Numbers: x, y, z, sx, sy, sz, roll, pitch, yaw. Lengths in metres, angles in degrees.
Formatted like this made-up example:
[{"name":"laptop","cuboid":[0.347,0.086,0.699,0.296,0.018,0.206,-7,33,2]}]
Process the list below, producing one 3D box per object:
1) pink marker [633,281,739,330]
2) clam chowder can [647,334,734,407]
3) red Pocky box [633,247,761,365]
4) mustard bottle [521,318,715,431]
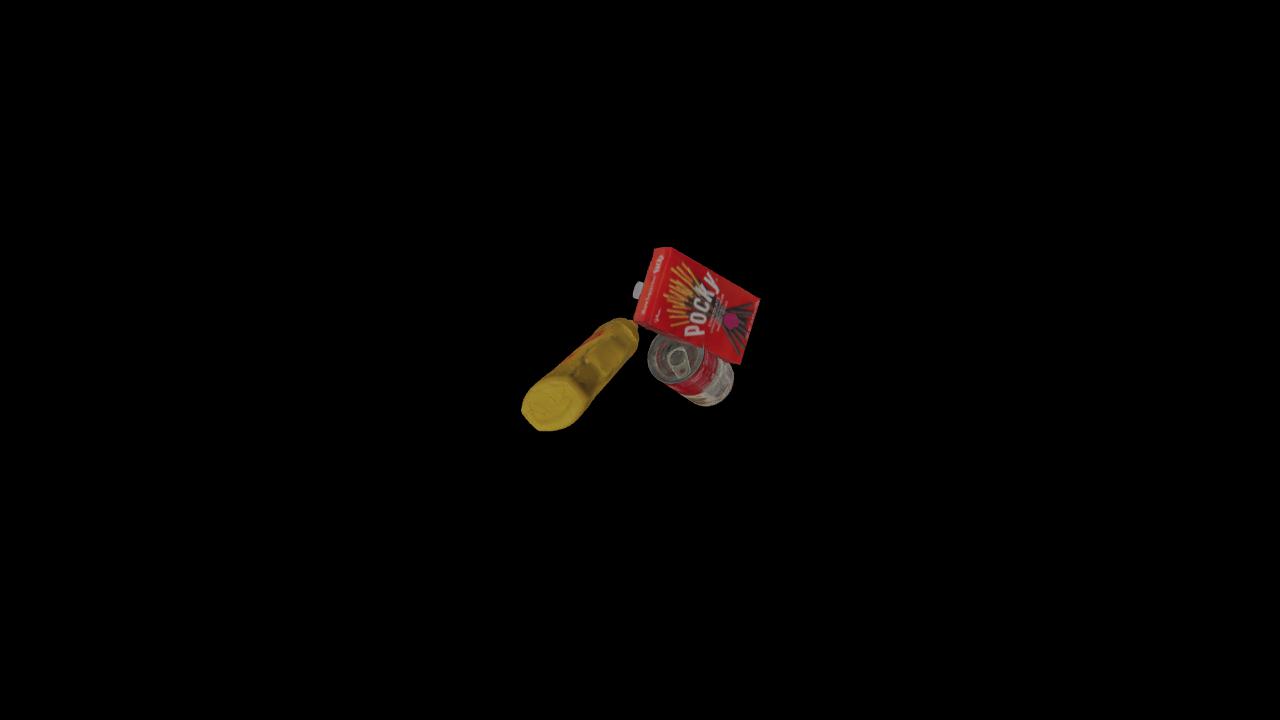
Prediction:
[{"name":"pink marker","cuboid":[0.051,-0.057,0.660,0.121,0.020,0.020,17,-4,-15]},{"name":"clam chowder can","cuboid":[0.061,0.009,0.703,0.068,0.068,0.102,0,-18,30]},{"name":"red Pocky box","cuboid":[0.065,-0.054,0.658,0.155,0.083,0.028,21,-5,-41]},{"name":"mustard bottle","cuboid":[-0.048,0.002,0.666,0.092,0.054,0.184,-41,5,39]}]
